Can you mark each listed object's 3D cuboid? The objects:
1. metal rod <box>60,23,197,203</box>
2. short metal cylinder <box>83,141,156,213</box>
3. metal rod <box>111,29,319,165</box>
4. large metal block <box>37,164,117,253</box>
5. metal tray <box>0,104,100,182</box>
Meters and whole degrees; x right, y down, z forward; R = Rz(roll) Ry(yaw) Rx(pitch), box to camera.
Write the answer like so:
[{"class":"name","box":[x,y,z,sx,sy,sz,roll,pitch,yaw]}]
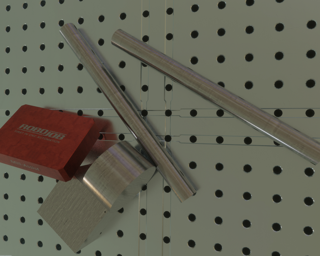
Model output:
[{"class":"metal rod","box":[-0.050,-0.029,0.429,0.025,0.025,0.299,-40,78,15]},{"class":"short metal cylinder","box":[-0.051,0.063,0.400,0.050,0.080,0.080,42,103,16]},{"class":"metal rod","box":[0.061,-0.047,0.390,0.300,0.025,0.025,33,101,16]},{"class":"large metal block","box":[-0.110,0.111,0.437,0.080,0.050,0.080,41,103,15]},{"class":"metal tray","box":[-0.164,0.017,0.437,0.130,0.030,0.090,12,51,19]}]
